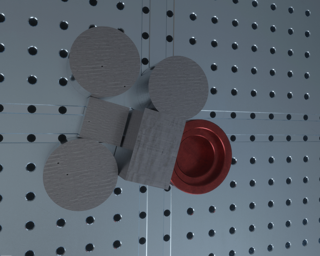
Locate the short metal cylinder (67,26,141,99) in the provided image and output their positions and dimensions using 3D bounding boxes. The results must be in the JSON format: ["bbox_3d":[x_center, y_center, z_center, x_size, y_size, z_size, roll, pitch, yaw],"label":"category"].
[{"bbox_3d":[-0.069,-0.075,0.373,0.081,0.050,0.080,0,90,-20],"label":"short metal cylinder"}]

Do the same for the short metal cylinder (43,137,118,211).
[{"bbox_3d":[-0.094,0.051,0.364,0.081,0.050,0.080,0,90,-20],"label":"short metal cylinder"}]

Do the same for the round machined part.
[{"bbox_3d":[0.044,0.037,0.420,0.099,0.042,0.097,0,90,-20],"label":"round machined part"}]

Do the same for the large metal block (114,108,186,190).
[{"bbox_3d":[-0.017,0.023,0.374,0.050,0.080,0.080,17,85,-19],"label":"large metal block"}]

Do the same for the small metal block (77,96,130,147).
[{"bbox_3d":[-0.071,-0.007,0.386,0.050,0.025,0.050,16,85,-20],"label":"small metal block"}]

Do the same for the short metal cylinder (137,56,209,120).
[{"bbox_3d":[0.016,-0.049,0.405,0.081,0.050,0.080,0,90,-20],"label":"short metal cylinder"}]
